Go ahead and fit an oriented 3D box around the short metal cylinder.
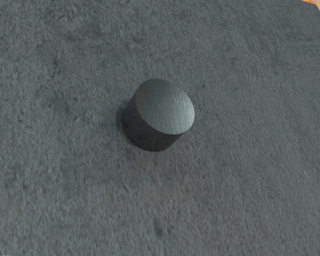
[{"bbox_3d":[-0.003,-0.016,0.397,0.081,0.050,0.080,14,56,-21],"label":"short metal cylinder"}]
